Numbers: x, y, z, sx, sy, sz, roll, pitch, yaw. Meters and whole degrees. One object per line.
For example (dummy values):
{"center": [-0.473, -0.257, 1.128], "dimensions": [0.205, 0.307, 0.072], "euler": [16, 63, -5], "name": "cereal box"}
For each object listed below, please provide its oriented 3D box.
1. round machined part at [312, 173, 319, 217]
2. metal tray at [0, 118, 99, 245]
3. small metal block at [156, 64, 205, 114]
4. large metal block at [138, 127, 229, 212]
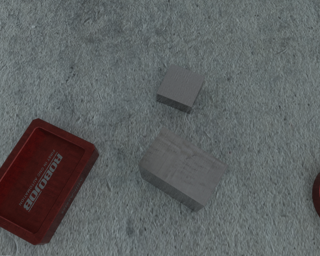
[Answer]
{"center": [0.241, 0.083, 0.371], "dimensions": [0.099, 0.042, 0.098], "euler": [0, 70, 0], "name": "round machined part"}
{"center": [-0.147, 0.063, 0.381], "dimensions": [0.090, 0.030, 0.130], "euler": [25, 72, 8], "name": "metal tray"}
{"center": [0.028, -0.054, 0.428], "dimensions": [0.050, 0.025, 0.050], "euler": [23, 71, 8], "name": "small metal block"}
{"center": [0.024, 0.052, 0.360], "dimensions": [0.080, 0.080, 0.050], "euler": [31, 73, 10], "name": "large metal block"}
